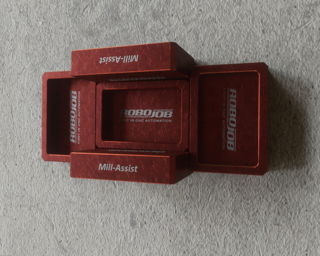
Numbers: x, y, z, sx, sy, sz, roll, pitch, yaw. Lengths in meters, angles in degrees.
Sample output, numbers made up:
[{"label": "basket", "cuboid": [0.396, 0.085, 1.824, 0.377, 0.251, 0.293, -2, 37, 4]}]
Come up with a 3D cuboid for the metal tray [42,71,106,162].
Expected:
[{"label": "metal tray", "cuboid": [-0.125, -0.016, 0.450, 0.090, 0.030, 0.129, 1, 90, 19]}]

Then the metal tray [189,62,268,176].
[{"label": "metal tray", "cuboid": [0.084, -0.011, 0.377, 0.090, 0.030, 0.129, 1, 90, 19]}]

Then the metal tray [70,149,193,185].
[{"label": "metal tray", "cuboid": [-0.032, 0.044, 0.384, 0.130, 0.090, 0.030, 0, 90, 19]}]

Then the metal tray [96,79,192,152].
[{"label": "metal tray", "cuboid": [-0.021, -0.016, 0.414, 0.130, 0.030, 0.089, 1, 90, 19]}]

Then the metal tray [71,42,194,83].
[{"label": "metal tray", "cuboid": [-0.031, -0.076, 0.386, 0.130, 0.090, 0.030, 0, 90, 19]}]
